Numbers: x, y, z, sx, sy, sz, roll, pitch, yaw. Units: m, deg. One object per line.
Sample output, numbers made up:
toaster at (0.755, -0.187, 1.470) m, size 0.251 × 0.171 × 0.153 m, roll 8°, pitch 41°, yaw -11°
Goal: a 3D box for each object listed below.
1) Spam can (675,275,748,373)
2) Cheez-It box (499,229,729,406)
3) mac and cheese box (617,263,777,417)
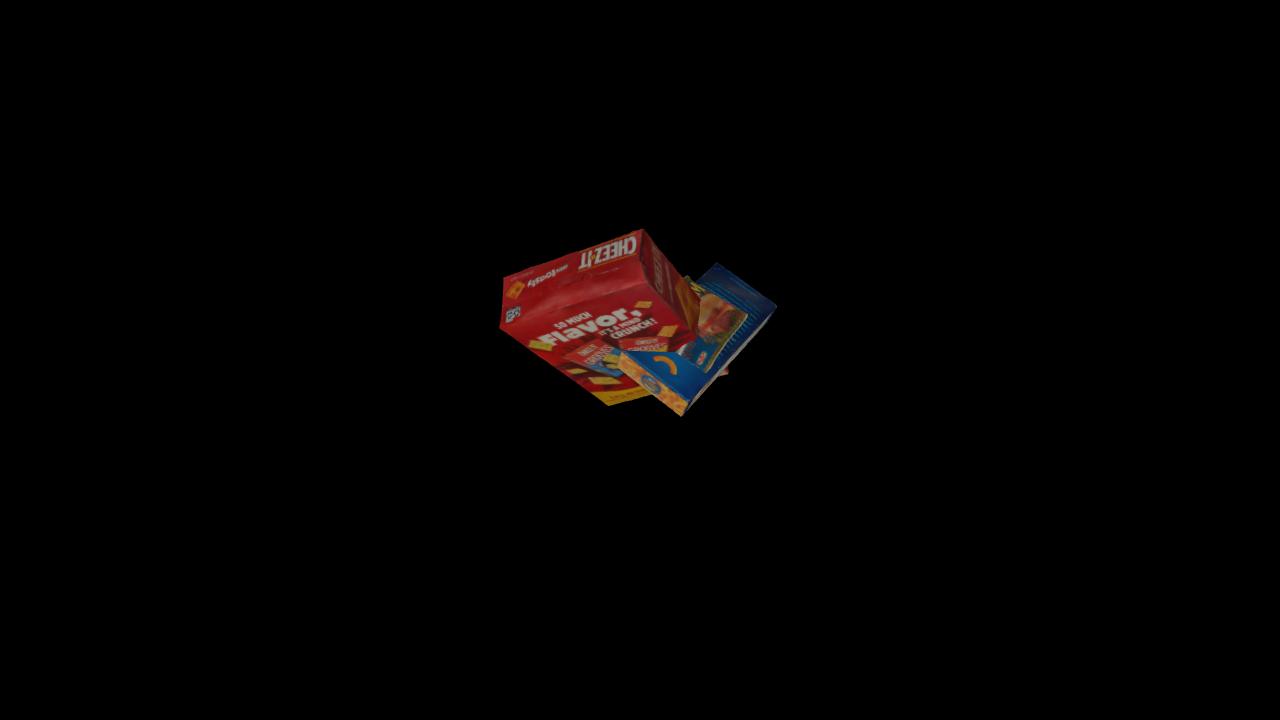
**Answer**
Spam can at (0.061, -0.036, 0.678) m, size 0.085 × 0.058 × 0.101 m, roll 33°, pitch 42°, yaw 11°
Cheez-It box at (-0.019, -0.033, 0.667) m, size 0.166 × 0.071 × 0.223 m, roll -16°, pitch -30°, yaw 23°
mac and cheese box at (0.068, -0.028, 0.691) m, size 0.184 × 0.093 × 0.041 m, roll -43°, pitch -15°, yaw -32°
